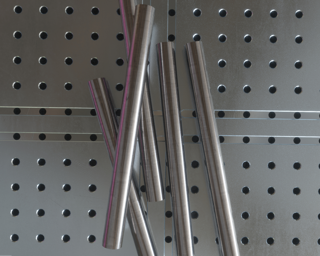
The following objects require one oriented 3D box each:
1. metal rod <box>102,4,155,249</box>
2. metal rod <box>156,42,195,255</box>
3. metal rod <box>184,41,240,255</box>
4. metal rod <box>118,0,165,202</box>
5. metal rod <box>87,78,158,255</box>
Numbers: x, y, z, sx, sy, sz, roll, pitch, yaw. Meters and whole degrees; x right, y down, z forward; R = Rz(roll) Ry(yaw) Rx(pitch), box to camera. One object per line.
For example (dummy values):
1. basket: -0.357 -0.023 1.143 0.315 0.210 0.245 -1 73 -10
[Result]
1. metal rod: -0.039 -0.002 0.386 0.025 0.025 0.298 8 90 0
2. metal rod: 0.021 0.037 0.413 0.025 0.025 0.298 -6 90 0
3. metal rod: 0.070 0.035 0.413 0.025 0.025 0.299 -10 90 0
4. metal rod: -0.026 -0.053 0.413 0.025 0.025 0.298 -8 90 0
5. metal rod: -0.043 0.080 0.413 0.025 0.025 0.299 -16 90 0
